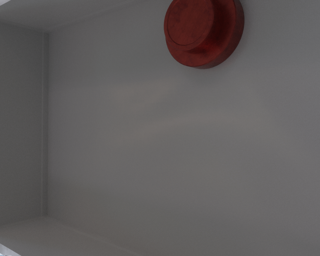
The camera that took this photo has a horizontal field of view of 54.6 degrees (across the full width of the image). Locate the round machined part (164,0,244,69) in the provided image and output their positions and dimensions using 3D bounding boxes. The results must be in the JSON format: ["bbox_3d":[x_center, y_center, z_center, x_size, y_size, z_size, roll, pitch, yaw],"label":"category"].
[{"bbox_3d":[0.043,-0.121,0.361,0.098,0.042,0.097,0,90,40],"label":"round machined part"}]
